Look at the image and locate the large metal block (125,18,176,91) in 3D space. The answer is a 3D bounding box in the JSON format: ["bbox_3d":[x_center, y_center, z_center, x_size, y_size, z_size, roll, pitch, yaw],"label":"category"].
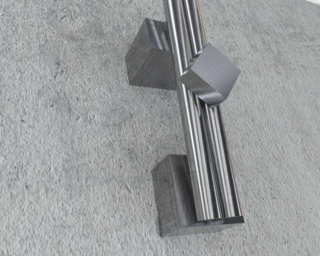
[{"bbox_3d":[0.005,-0.098,0.432,0.081,0.080,0.050,3,61,-27],"label":"large metal block"}]

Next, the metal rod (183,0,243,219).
[{"bbox_3d":[0.055,-0.047,0.370,0.025,0.025,0.299,3,67,-27],"label":"metal rod"}]

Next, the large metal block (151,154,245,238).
[{"bbox_3d":[0.041,0.079,0.362,0.081,0.050,0.080,5,60,-26],"label":"large metal block"}]

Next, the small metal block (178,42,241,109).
[{"bbox_3d":[0.057,-0.059,0.346,0.050,0.025,0.050,39,56,-9],"label":"small metal block"}]

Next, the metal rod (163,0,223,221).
[{"bbox_3d":[0.031,-0.048,0.358,0.025,0.025,0.299,3,67,-27],"label":"metal rod"}]
